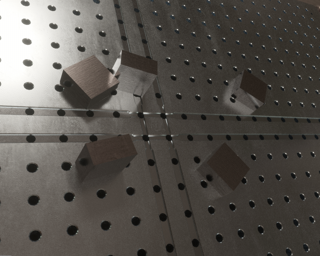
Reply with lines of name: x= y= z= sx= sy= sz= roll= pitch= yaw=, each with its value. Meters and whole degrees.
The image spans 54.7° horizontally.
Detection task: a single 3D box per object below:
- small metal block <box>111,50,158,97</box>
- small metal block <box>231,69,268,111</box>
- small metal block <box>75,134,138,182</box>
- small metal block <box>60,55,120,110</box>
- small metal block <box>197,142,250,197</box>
small metal block: x=-0.037 y=-0.072 z=0.418 sx=0.050 sy=0.050 sz=0.025 roll=14 pitch=56 yaw=-22
small metal block: x=0.154 y=-0.065 z=0.534 sx=0.050 sy=0.025 sz=0.050 roll=31 pitch=52 yaw=-9
small metal block: x=-0.060 y=0.033 z=0.341 sx=0.050 sy=0.050 sz=0.025 roll=-12 pitch=69 yaw=-34
small metal block: x=-0.090 y=-0.059 z=0.397 sx=0.050 sy=0.025 sz=0.050 roll=47 pitch=51 yaw=4
small metal block: x=0.087 y=0.056 z=0.423 sx=0.050 sy=0.025 sz=0.050 roll=47 pitch=51 yaw=4
